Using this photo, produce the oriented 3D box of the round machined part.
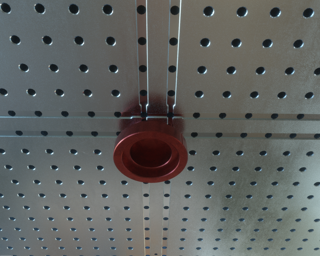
[{"bbox_3d":[-0.012,0.028,0.424,0.099,0.042,0.097,0,130,0],"label":"round machined part"}]
